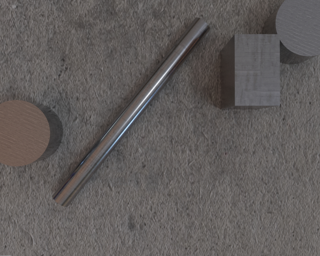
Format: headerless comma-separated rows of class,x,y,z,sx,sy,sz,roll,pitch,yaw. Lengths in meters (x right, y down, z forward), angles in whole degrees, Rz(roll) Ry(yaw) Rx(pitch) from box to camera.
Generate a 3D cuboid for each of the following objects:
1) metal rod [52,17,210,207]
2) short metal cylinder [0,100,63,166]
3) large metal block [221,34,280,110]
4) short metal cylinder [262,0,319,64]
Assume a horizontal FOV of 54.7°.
metal rod,-0.037,-0.021,0.409,0.025,0.025,0.300,39,90,-1
short metal cylinder,-0.172,0.006,0.395,0.081,0.050,0.079,0,90,-1
large metal block,0.108,-0.065,0.384,0.050,0.080,0.079,0,90,0
short metal cylinder,0.180,-0.127,0.400,0.081,0.050,0.079,0,90,-1
